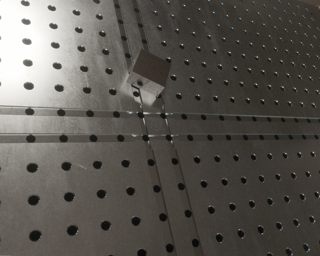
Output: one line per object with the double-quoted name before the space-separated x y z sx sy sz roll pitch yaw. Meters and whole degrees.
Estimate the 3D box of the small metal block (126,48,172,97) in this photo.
"small metal block" -0.015 -0.081 0.451 0.050 0.025 0.050 25 53 -13
